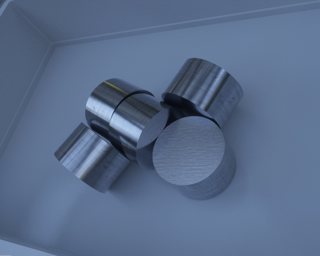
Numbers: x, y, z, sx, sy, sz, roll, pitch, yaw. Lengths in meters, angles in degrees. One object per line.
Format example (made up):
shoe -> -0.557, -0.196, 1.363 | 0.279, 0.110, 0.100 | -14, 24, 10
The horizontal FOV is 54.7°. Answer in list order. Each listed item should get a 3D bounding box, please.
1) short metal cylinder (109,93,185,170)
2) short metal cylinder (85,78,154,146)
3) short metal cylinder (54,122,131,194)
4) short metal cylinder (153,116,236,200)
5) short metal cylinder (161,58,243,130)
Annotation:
short metal cylinder -> -0.014, 0.004, 0.373 | 0.050, 0.080, 0.080 | 30, 78, 37
short metal cylinder -> -0.049, -0.019, 0.404 | 0.050, 0.080, 0.080 | 29, 77, 37
short metal cylinder -> -0.083, 0.037, 0.388 | 0.080, 0.080, 0.050 | 33, 80, 38
short metal cylinder -> 0.039, 0.034, 0.345 | 0.080, 0.050, 0.080 | -13, 56, 20
short metal cylinder -> 0.049, -0.036, 0.364 | 0.080, 0.080, 0.050 | 26, 76, 36
